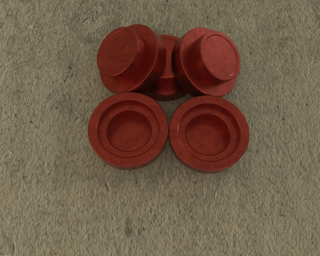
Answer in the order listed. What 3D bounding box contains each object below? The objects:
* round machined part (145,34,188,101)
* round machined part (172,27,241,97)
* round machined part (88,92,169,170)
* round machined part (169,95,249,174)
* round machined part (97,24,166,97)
[{"bbox_3d":[0.007,-0.090,0.433,0.099,0.042,0.098,0,70,-1],"label":"round machined part"},{"bbox_3d":[0.068,-0.088,0.410,0.099,0.042,0.098,8,74,-30],"label":"round machined part"},{"bbox_3d":[-0.039,0.006,0.397,0.099,0.042,0.098,0,70,-1],"label":"round machined part"},{"bbox_3d":[0.060,0.011,0.397,0.099,0.042,0.098,0,70,-1],"label":"round machined part"},{"bbox_3d":[-0.044,-0.093,0.408,0.098,0.042,0.098,-10,71,31],"label":"round machined part"}]
